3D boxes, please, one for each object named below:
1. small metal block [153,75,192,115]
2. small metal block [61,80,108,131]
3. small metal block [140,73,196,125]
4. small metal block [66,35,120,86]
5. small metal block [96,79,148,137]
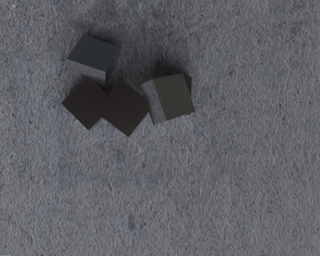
[{"bbox_3d":[0.015,-0.043,0.411,0.050,0.025,0.050,2,90,-1],"label":"small metal block"},{"bbox_3d":[-0.092,-0.032,0.409,0.050,0.025,0.050,-45,91,0],"label":"small metal block"},{"bbox_3d":[0.010,-0.035,0.374,0.050,0.025,0.050,-19,90,-40],"label":"small metal block"},{"bbox_3d":[-0.085,-0.088,0.398,0.050,0.025,0.050,19,53,-1],"label":"small metal block"},{"bbox_3d":[-0.042,-0.024,0.384,0.050,0.025,0.050,38,90,-1],"label":"small metal block"}]
